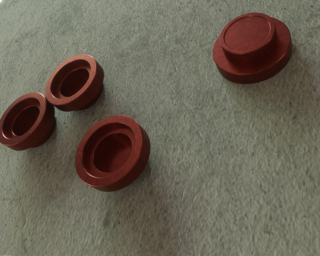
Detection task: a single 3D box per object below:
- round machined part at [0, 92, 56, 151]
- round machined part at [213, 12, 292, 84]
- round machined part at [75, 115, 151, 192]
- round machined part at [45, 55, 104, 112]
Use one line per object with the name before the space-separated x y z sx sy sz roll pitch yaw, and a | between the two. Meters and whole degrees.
round machined part | -0.211 -0.006 0.505 0.098 0.042 0.098 -13 56 20
round machined part | 0.115 -0.109 0.399 0.098 0.042 0.098 -13 56 20
round machined part | -0.056 0.036 0.399 0.098 0.042 0.098 -13 56 20
round machined part | -0.132 -0.068 0.501 0.098 0.042 0.098 -13 56 20
